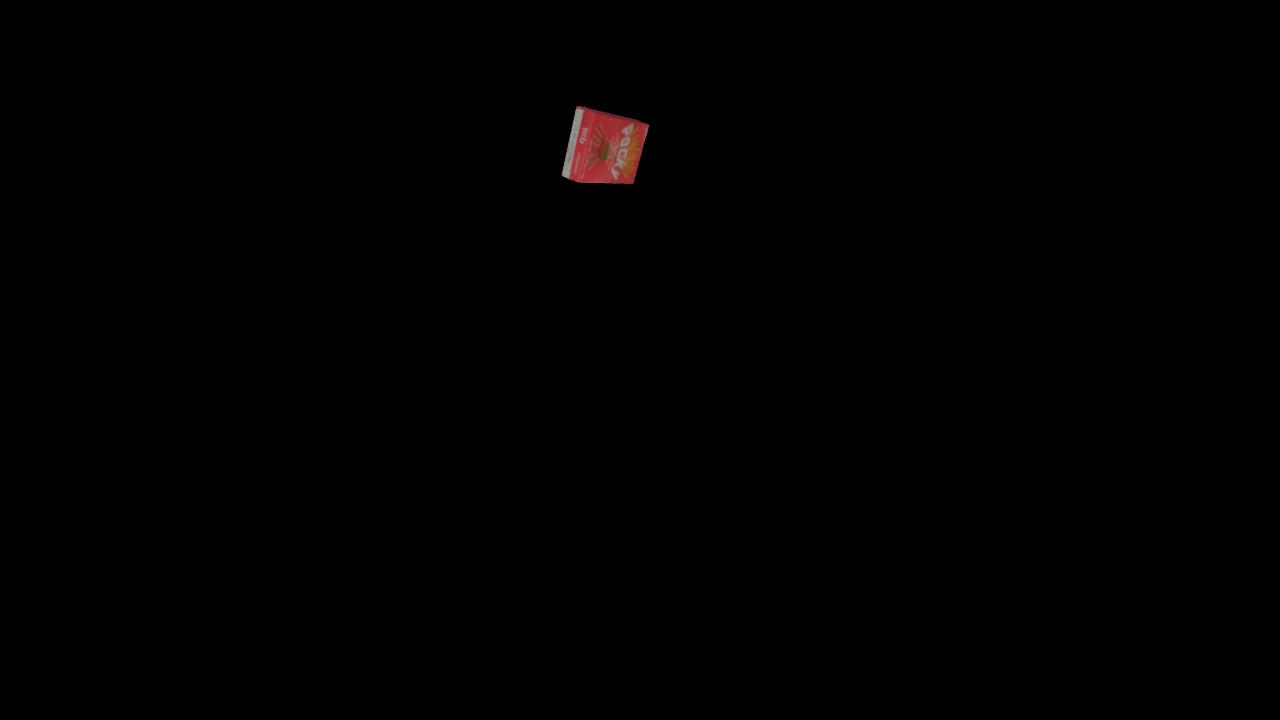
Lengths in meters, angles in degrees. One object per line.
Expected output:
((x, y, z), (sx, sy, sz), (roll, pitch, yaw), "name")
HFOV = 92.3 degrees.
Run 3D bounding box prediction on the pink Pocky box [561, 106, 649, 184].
((-0.041, -0.272, 0.794), (0.029, 0.084, 0.155), (25, 23, 18), "pink Pocky box")
